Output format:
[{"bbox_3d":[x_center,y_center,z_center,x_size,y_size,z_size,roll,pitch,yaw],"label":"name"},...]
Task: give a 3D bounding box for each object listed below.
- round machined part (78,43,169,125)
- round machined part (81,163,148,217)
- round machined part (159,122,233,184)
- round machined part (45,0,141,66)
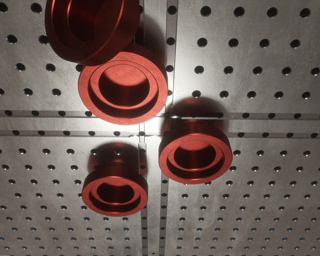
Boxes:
[{"bbox_3d":[-0.040,-0.053,0.355,0.099,0.042,0.097,-1,130,0],"label":"round machined part"},{"bbox_3d":[-0.067,0.091,0.477,0.099,0.042,0.097,-1,130,0],"label":"round machined part"},{"bbox_3d":[0.047,0.030,0.427,0.099,0.042,0.097,-1,130,0],"label":"round machined part"},{"bbox_3d":[-0.058,-0.105,0.286,0.098,0.098,0.042,-36,159,26],"label":"round machined part"}]
